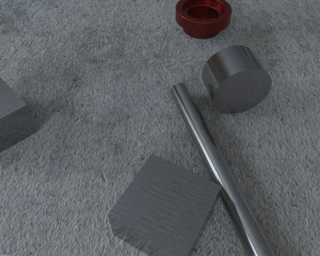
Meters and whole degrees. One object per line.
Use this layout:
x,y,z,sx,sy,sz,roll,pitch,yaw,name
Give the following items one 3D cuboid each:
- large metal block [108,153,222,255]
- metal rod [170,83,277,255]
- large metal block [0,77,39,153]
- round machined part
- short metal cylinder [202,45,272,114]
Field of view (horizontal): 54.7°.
0.006,0.085,0.316,0.080,0.050,0.080,24,54,18,large metal block
0.071,0.054,0.358,0.025,0.025,0.300,-13,51,-11,metal rod
-0.219,-0.014,0.396,0.080,0.050,0.080,-36,59,-27,large metal block
0.077,-0.198,0.559,0.099,0.042,0.098,0,50,0,round machined part
0.103,-0.065,0.423,0.081,0.080,0.050,-9,51,-8,short metal cylinder
